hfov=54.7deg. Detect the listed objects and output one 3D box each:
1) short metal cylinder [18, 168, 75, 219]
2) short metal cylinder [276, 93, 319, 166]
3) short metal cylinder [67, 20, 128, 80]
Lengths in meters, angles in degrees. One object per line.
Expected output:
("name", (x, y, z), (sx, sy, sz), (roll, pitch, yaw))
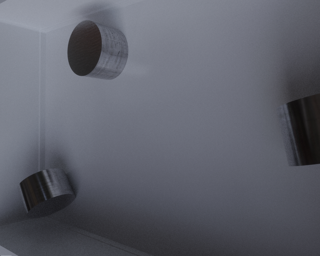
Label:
("short metal cylinder", (-0.192, 0.111, 0.526), (0.080, 0.081, 0.050), (-45, 64, 31))
("short metal cylinder", (0.142, 0.000, 0.253), (0.080, 0.081, 0.050), (-16, 80, 38))
("short metal cylinder", (-0.094, -0.115, 0.465), (0.080, 0.050, 0.079), (0, 90, 39))
